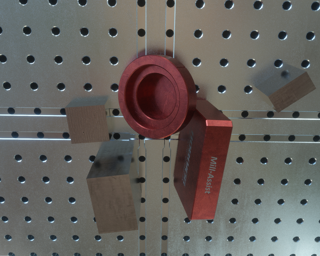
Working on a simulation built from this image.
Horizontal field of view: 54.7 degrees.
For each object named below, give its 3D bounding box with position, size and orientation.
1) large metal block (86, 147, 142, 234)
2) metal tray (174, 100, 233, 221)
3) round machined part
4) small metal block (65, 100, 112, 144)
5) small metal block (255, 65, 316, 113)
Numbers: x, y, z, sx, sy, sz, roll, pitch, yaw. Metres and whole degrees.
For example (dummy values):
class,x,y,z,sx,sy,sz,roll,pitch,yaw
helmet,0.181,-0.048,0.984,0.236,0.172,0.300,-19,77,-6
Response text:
class,x,y,z,sx,sy,sz,roll,pitch,yaw
large metal block,-0.057,0.080,0.413,0.050,0.080,0.079,-7,110,2
metal tray,0.049,0.037,0.391,0.030,0.090,0.129,2,111,-13
round machined part,0.001,-0.039,0.374,0.098,0.042,0.097,8,104,31
small metal block,-0.093,-0.008,0.409,0.050,0.025,0.050,-4,110,1
small metal block,0.154,-0.050,0.384,0.050,0.050,0.025,-34,107,11
